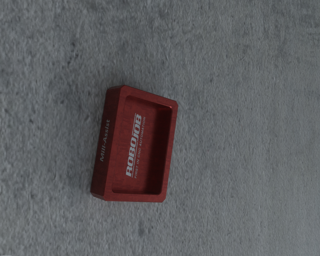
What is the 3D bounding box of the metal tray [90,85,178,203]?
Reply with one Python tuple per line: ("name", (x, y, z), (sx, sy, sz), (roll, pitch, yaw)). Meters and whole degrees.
("metal tray", (-0.028, 0.022, 0.377), (0.091, 0.030, 0.129), (13, 82, -39))
